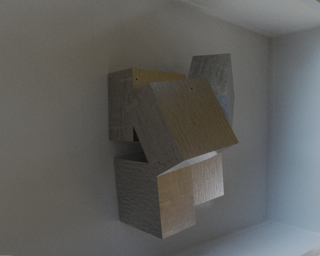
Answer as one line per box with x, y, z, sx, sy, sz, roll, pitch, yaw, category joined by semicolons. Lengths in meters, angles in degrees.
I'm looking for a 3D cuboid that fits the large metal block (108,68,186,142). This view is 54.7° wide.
-0.015;-0.026;0.378;0.081;0.050;0.079;-1;91;-40;large metal block

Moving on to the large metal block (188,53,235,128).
0.070;-0.042;0.416;0.080;0.050;0.080;70;27;-46;large metal block

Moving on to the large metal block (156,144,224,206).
0.039;0.057;0.421;0.081;0.050;0.079;-7;95;-40;large metal block

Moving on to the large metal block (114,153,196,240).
-0.008;0.073;0.364;0.050;0.080;0.079;-9;96;-40;large metal block

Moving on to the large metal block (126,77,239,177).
0.023;-0.003;0.325;0.081;0.050;0.080;-12;73;-39;large metal block
